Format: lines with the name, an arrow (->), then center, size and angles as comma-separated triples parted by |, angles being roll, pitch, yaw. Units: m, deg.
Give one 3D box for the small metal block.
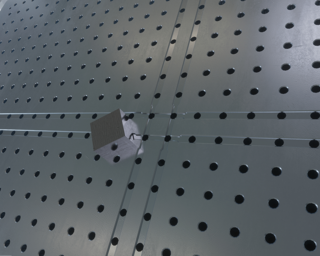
small metal block -> -0.069, 0.007, 0.441 | 0.050, 0.025, 0.050 | -26, 53, 12
